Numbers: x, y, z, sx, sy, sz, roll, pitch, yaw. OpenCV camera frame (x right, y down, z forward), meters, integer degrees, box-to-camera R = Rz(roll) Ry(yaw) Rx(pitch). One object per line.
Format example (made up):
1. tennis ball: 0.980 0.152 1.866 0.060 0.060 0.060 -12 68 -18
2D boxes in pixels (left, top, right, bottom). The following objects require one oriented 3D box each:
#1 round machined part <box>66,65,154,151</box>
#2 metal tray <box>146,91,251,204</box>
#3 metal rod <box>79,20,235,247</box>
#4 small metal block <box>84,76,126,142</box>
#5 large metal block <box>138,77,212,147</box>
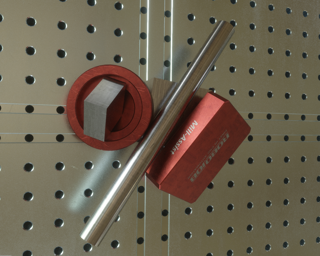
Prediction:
1. round machined part: -0.056 -0.024 0.370 0.099 0.042 0.097 0 93 5
2. metal tray: 0.052 0.029 0.395 0.130 0.030 0.090 -52 139 1
3. metal rod: 0.004 -0.003 0.361 0.025 0.025 0.300 36 78 -17
4. small metal block: -0.062 -0.022 0.347 0.025 0.050 0.050 20 44 6
5. large metal block: 0.015 -0.015 0.406 0.081 0.050 0.080 10 87 -20
